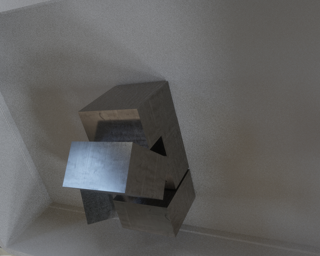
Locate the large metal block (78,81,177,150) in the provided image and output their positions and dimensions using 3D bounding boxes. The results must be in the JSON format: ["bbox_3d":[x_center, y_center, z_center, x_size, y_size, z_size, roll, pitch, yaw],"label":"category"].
[{"bbox_3d":[-0.036,-0.016,0.378,0.080,0.080,0.050,-1,118,28],"label":"large metal block"}]

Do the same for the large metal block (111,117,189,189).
[{"bbox_3d":[-0.014,0.032,0.419,0.080,0.050,0.080,-1,118,28],"label":"large metal block"}]

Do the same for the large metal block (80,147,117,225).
[{"bbox_3d":[-0.092,0.079,0.456,0.050,0.080,0.079,-11,123,-15],"label":"large metal block"}]

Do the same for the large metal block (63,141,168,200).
[{"bbox_3d":[-0.047,0.049,0.352,0.080,0.080,0.050,-1,73,28],"label":"large metal block"}]

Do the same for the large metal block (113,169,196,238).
[{"bbox_3d":[-0.005,0.098,0.432,0.080,0.080,0.050,1,119,27],"label":"large metal block"}]
